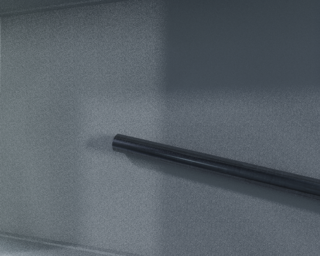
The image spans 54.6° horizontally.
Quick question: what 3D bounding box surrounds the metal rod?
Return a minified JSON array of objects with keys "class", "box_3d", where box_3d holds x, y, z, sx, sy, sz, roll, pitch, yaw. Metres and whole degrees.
[{"class":"metal rod","box_3d":[0.079,0.049,0.382,0.301,0.025,0.025,12,94,19]}]
